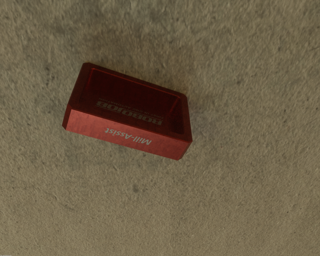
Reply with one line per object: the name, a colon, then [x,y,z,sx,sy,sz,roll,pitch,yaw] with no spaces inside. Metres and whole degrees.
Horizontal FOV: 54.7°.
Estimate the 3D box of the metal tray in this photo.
metal tray: [-0.032,-0.020,0.346,0.131,0.090,0.030,17,128,-14]
